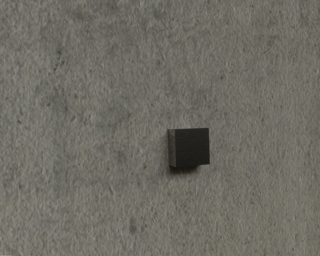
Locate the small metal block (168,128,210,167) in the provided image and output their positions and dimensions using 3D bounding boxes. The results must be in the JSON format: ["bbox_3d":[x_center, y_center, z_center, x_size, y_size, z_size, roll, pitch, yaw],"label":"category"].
[{"bbox_3d":[0.039,0.025,0.425,0.050,0.025,0.050,-2,91,-20],"label":"small metal block"}]
